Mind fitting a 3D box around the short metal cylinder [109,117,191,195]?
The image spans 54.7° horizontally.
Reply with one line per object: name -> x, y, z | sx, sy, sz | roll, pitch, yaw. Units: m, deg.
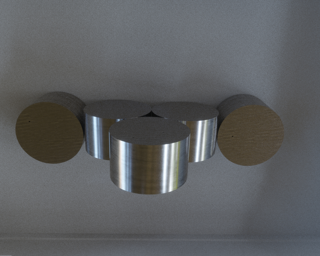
short metal cylinder -> -0.011, 0.025, 0.316 | 0.081, 0.080, 0.050 | 2, 110, -1

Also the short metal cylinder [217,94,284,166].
short metal cylinder -> 0.110, 0.002, 0.398 | 0.081, 0.050, 0.079 | 0, 110, 0

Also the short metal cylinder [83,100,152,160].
short metal cylinder -> -0.051, 0.000, 0.379 | 0.081, 0.080, 0.050 | 2, 110, -1

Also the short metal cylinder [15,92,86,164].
short metal cylinder -> -0.132, -0.002, 0.394 | 0.081, 0.050, 0.079 | 0, 110, 0

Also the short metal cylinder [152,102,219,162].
short metal cylinder -> 0.030, 0.002, 0.381 | 0.081, 0.080, 0.050 | 2, 110, -1
